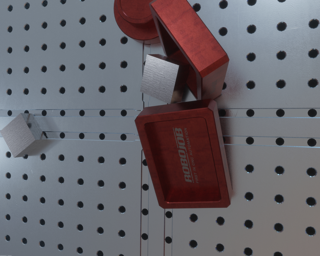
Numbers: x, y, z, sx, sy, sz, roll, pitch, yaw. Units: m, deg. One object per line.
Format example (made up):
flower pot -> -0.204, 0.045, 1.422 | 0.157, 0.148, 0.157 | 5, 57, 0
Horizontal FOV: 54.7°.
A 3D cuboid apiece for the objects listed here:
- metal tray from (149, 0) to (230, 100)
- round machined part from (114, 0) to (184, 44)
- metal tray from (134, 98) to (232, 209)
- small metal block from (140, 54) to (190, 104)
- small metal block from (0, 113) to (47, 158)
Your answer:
metal tray -> 0.034, -0.080, 0.343 | 0.030, 0.130, 0.090 | -33, 79, 2
round machined part -> -0.018, -0.165, 0.410 | 0.098, 0.042, 0.097 | 0, 90, 20
metal tray -> 0.031, 0.035, 0.371 | 0.090, 0.030, 0.129 | -6, 113, 20
small metal block -> 0.006, -0.064, 0.398 | 0.050, 0.025, 0.050 | 26, 116, 29
small metal block -> -0.216, 0.011, 0.489 | 0.050, 0.025, 0.050 | -36, 79, 16
